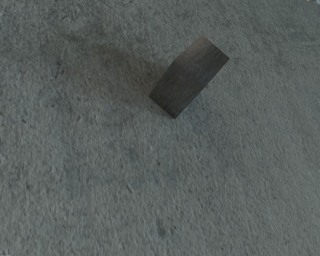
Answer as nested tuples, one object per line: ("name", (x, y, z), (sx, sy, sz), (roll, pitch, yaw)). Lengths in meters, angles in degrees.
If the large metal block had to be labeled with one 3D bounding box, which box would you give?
("large metal block", (0.040, -0.070, 0.432), (0.050, 0.080, 0.080), (42, 51, 0))
